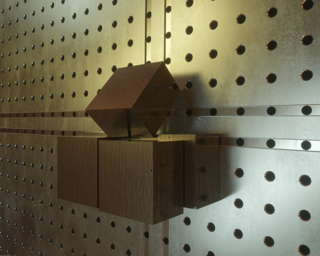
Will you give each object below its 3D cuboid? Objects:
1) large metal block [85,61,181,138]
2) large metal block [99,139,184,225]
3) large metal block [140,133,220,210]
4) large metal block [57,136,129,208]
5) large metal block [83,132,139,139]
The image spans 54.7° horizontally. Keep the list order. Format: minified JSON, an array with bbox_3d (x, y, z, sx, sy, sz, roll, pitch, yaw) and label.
[{"bbox_3d":[-0.033,-0.035,0.391,0.080,0.050,0.080,1,48,39],"label":"large metal block"},{"bbox_3d":[-0.022,0.053,0.341,0.080,0.050,0.079,0,90,39],"label":"large metal block"},{"bbox_3d":[0.023,0.047,0.372,0.080,0.050,0.079,-1,89,39],"label":"large metal block"},{"bbox_3d":[-0.085,0.050,0.392,0.080,0.050,0.079,0,90,39],"label":"large metal block"},{"bbox_3d":[-0.067,0.046,0.446,0.080,0.050,0.079,2,91,39],"label":"large metal block"}]
